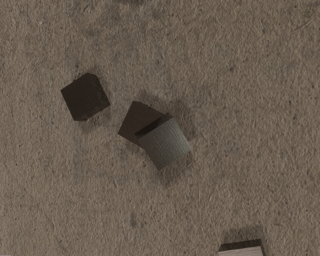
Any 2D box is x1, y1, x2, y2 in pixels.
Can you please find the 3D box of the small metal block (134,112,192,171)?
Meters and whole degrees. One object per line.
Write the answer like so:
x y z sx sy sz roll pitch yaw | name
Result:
0.004 0.017 0.387 0.050 0.025 0.050 -33 111 -3 | small metal block

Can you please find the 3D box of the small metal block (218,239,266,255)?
0.103 0.166 0.373 0.050 0.025 0.050 -16 85 19 | small metal block

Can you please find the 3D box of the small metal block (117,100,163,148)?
-0.021 -0.003 0.415 0.050 0.025 0.050 28 99 17 | small metal block

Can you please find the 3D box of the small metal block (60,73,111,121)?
-0.107 -0.044 0.445 0.050 0.025 0.050 -29 81 17 | small metal block
